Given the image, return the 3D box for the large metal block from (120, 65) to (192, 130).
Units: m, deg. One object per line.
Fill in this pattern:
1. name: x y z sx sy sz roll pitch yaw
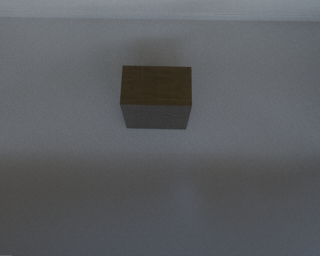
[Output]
1. large metal block: -0.004 -0.035 0.391 0.080 0.080 0.050 1 70 0
